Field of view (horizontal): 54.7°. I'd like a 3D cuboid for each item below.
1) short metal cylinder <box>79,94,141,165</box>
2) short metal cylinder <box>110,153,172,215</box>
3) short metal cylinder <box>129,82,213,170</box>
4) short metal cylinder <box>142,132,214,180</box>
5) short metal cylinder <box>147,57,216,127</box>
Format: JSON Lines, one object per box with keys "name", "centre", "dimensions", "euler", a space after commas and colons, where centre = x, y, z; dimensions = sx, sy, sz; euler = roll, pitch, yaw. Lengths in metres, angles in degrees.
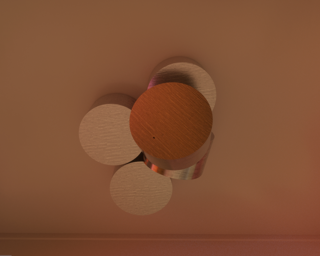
{"name": "short metal cylinder", "centre": [-0.057, 0.001, 0.395], "dimensions": [0.081, 0.050, 0.079], "euler": [0, 110, -1]}
{"name": "short metal cylinder", "centre": [-0.024, 0.070, 0.421], "dimensions": [0.081, 0.050, 0.079], "euler": [0, 110, -1]}
{"name": "short metal cylinder", "centre": [0.013, 0.000, 0.322], "dimensions": [0.080, 0.050, 0.080], "euler": [-2, 70, 6]}
{"name": "short metal cylinder", "centre": [0.022, 0.022, 0.390], "dimensions": [0.081, 0.080, 0.050], "euler": [13, 110, -5]}
{"name": "short metal cylinder", "centre": [0.025, -0.044, 0.380], "dimensions": [0.081, 0.050, 0.079], "euler": [0, 110, -1]}
